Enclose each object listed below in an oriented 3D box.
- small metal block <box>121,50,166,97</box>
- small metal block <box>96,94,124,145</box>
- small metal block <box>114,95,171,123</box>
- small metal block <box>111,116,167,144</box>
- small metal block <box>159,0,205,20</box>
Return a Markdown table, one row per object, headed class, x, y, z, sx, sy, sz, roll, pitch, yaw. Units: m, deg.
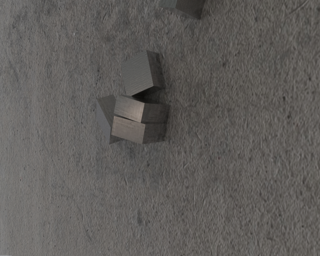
| class | x | y | z | sx | sy | sz | roll | pitch | yaw |
| --- | --- | --- | --- | --- | --- | --- | --- | --- | --- |
| small metal block | -0.024 | -0.072 | 0.425 | 0.050 | 0.025 | 0.050 | -19 | 78 | 38 |
| small metal block | -0.071 | -0.012 | 0.449 | 0.050 | 0.025 | 0.050 | 60 | 156 | 23 |
| small metal block | -0.023 | -0.025 | 0.408 | 0.050 | 0.050 | 0.025 | 20 | 103 | 38 |
| small metal block | -0.027 | 0.001 | 0.407 | 0.050 | 0.050 | 0.025 | 15 | 100 | 31 |
| small metal block | 0.030 | -0.160 | 0.364 | 0.025 | 0.050 | 0.050 | 24 | 105 | 37 |
